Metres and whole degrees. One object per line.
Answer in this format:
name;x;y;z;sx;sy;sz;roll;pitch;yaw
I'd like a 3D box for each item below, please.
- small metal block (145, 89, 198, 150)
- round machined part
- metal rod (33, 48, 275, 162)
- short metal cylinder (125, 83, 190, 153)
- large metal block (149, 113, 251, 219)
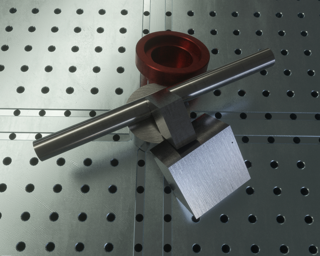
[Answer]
small metal block;0.012;-0.011;0.338;0.025;0.050;0.050;-28;115;-10
round machined part;0.015;-0.088;0.423;0.099;0.042;0.098;4;47;-4
metal rod;0.001;-0.032;0.370;0.302;0.025;0.025;-23;72;-9
short metal cylinder;-0.003;-0.011;0.402;0.081;0.050;0.080;0;70;0
large metal block;0.047;0.042;0.359;0.080;0.050;0.080;-34;118;-11
